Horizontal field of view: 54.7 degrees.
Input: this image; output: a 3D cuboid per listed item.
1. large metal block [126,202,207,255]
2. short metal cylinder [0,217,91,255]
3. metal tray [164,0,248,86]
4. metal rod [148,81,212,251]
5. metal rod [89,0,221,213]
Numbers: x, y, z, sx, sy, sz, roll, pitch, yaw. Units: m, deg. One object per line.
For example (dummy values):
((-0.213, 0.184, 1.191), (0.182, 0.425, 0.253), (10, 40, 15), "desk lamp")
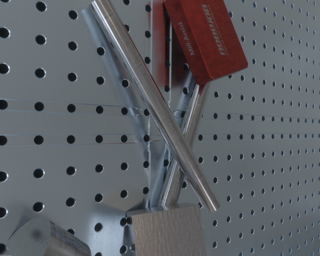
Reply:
((0.007, 0.137, 0.370), (0.081, 0.050, 0.080), (-5, 81, -15), "large metal block")
((-0.110, 0.129, 0.281), (0.050, 0.080, 0.080), (48, 61, -30), "short metal cylinder")
((0.069, -0.134, 0.445), (0.091, 0.030, 0.129), (-23, 92, -38), "metal tray")
((0.037, 0.018, 0.439), (0.025, 0.025, 0.299), (29, 72, -37), "metal rod")
((0.001, -0.018, 0.388), (0.025, 0.025, 0.299), (-39, 107, -33), "metal rod")
